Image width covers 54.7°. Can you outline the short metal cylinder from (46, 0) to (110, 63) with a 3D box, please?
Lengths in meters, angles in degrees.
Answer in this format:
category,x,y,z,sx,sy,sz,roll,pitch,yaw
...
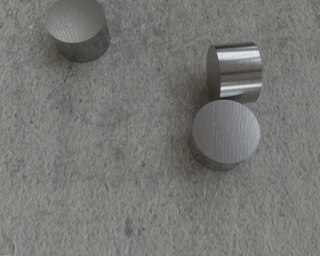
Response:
category,x,y,z,sx,sy,sz,roll,pitch,yaw
short metal cylinder,-0.115,-0.141,0.445,0.081,0.050,0.080,0,70,0

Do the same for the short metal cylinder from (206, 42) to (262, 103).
category,x,y,z,sx,sy,sz,roll,pitch,yaw
short metal cylinder,0.094,-0.070,0.406,0.050,0.080,0.080,-6,70,-2

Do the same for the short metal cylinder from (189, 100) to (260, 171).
category,x,y,z,sx,sy,sz,roll,pitch,yaw
short metal cylinder,0.079,0.011,0.391,0.081,0.050,0.080,0,71,0
